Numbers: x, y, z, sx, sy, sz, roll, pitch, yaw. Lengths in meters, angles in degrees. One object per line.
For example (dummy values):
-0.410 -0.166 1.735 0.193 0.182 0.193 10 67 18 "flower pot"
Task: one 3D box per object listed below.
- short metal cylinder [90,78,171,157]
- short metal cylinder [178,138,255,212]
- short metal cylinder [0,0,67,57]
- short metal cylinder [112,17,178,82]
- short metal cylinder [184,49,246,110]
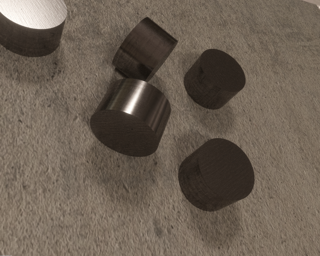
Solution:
-0.033 -0.011 0.359 0.080 0.080 0.050 29 52 -10 "short metal cylinder"
0.071 0.059 0.391 0.081 0.050 0.080 14 56 -21 "short metal cylinder"
-0.161 -0.136 0.384 0.081 0.050 0.080 14 56 -21 "short metal cylinder"
-0.020 -0.102 0.421 0.050 0.080 0.080 38 51 -3 "short metal cylinder"
0.084 -0.075 0.481 0.081 0.050 0.080 14 56 -21 "short metal cylinder"
